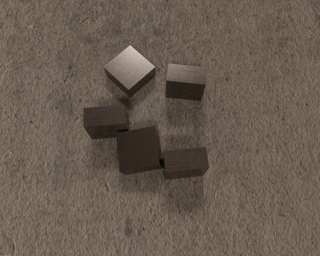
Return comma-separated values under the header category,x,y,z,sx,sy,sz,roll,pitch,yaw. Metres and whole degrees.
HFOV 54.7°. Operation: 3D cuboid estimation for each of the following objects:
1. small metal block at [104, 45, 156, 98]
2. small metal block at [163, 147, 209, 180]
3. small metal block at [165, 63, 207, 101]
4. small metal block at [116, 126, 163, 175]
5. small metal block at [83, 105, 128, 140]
category,x,y,z,sx,sy,sz,roll,pitch,yaw
small metal block,-0.042,-0.080,0.437,0.050,0.025,0.050,43,75,13
small metal block,0.030,0.044,0.379,0.050,0.050,0.025,-6,71,-3
small metal block,0.034,-0.060,0.417,0.050,0.050,0.025,6,70,2
small metal block,-0.025,0.029,0.392,0.050,0.025,0.050,-11,70,8
small metal block,-0.067,-0.006,0.396,0.050,0.050,0.025,-5,70,-2
